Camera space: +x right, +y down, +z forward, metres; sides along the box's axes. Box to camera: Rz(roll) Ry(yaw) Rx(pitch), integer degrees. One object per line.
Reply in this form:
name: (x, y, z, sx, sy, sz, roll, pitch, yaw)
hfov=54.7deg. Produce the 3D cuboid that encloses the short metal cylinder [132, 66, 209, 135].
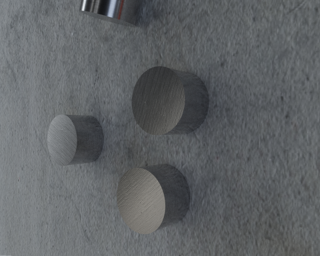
short metal cylinder: (0.012, -0.032, 0.377, 0.080, 0.050, 0.079, 0, 90, 39)

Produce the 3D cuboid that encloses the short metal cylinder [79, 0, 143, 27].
short metal cylinder: (-0.065, -0.173, 0.420, 0.080, 0.081, 0.050, 24, 105, 37)

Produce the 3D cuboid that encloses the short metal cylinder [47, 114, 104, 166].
short metal cylinder: (-0.137, 0.019, 0.498, 0.080, 0.050, 0.079, 0, 90, 39)

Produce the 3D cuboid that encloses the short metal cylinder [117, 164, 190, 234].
short metal cylinder: (-0.009, 0.088, 0.394, 0.080, 0.050, 0.079, 0, 90, 39)
